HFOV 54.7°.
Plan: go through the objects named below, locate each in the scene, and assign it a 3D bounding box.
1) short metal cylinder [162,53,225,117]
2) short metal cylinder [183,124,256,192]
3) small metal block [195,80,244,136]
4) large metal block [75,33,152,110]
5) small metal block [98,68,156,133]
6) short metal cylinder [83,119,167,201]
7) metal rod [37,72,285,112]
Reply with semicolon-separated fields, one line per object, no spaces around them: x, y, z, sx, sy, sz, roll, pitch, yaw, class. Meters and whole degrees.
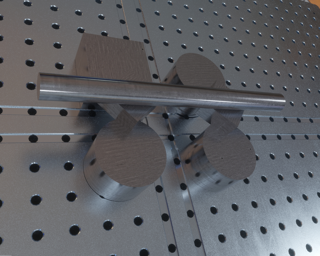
0.048;-0.063;0.456;0.081;0.050;0.080;14;56;-21;short metal cylinder
0.078;0.039;0.410;0.081;0.050;0.080;14;56;-21;short metal cylinder
0.081;-0.027;0.404;0.050;0.025;0.050;35;51;-5;small metal block
-0.061;-0.070;0.401;0.081;0.050;0.080;1;61;-28;large metal block
-0.033;-0.032;0.346;0.050;0.025;0.050;42;51;1;small metal block
-0.040;0.036;0.347;0.081;0.050;0.080;14;56;-21;short metal cylinder
0.025;-0.036;0.347;0.303;0.025;0.025;1;62;-28;metal rod
